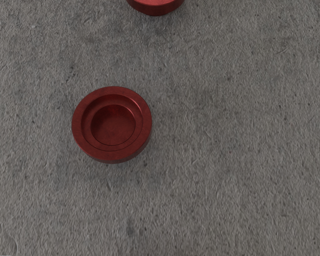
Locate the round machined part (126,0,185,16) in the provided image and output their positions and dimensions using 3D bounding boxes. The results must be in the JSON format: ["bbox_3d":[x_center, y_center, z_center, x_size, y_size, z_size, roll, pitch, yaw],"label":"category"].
[{"bbox_3d":[-0.007,-0.213,0.477,0.099,0.042,0.098,0,70,0],"label":"round machined part"}]

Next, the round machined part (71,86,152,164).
[{"bbox_3d":[-0.059,-0.001,0.399,0.099,0.042,0.098,0,70,0],"label":"round machined part"}]
